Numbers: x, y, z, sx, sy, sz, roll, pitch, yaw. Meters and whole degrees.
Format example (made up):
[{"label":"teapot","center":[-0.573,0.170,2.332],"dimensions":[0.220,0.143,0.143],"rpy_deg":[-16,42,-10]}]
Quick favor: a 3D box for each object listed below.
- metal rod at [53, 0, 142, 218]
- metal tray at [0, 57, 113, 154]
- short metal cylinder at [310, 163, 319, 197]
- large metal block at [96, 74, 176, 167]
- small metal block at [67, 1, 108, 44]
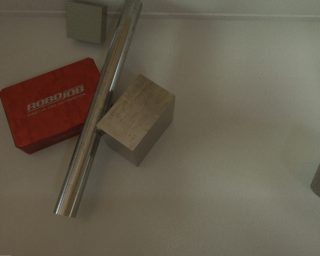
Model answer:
[{"label":"metal rod","center":[-0.071,-0.040,0.391],"dimensions":[0.025,0.025,0.299],"rpy_deg":[13,70,4]},{"label":"metal tray","center":[-0.135,-0.031,0.417],"dimensions":[0.131,0.030,0.090],"rpy_deg":[-23,72,-9]},{"label":"short metal cylinder","center":[0.227,0.061,0.361],"dimensions":[0.080,0.080,0.050],"rpy_deg":[29,73,9]},{"label":"large metal block","center":[-0.026,-0.006,0.382],"dimensions":[0.050,0.080,0.080],"rpy_deg":[34,73,11]},{"label":"small metal block","center":[-0.106,-0.154,0.449],"dimensions":[0.050,0.050,0.025],"rpy_deg":[11,29,3]}]
